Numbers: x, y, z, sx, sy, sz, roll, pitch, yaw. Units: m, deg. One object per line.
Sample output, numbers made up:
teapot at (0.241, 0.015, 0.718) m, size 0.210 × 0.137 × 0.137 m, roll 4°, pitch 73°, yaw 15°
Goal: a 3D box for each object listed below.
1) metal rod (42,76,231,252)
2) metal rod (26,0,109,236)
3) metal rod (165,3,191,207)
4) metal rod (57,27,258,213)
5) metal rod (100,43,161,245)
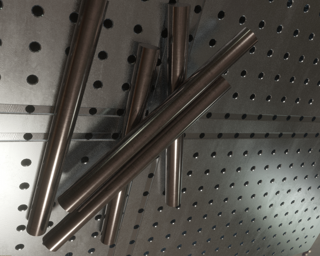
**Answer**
metal rod at (-0.029, 0.044, 0.389) m, size 0.300 × 0.025 × 0.025 m, roll -43°, pitch 130°, yaw 1°
metal rod at (-0.111, 0.003, 0.352) m, size 0.025 × 0.025 × 0.298 m, roll 7°, pitch 115°, yaw -32°
metal rod at (0.021, -0.009, 0.418) m, size 0.025 × 0.025 × 0.298 m, roll -14°, pitch 124°, yaw -21°
metal rod at (-0.003, -0.009, 0.371) m, size 0.300 × 0.025 × 0.025 m, roll -43°, pitch 130°, yaw 1°
metal rod at (-0.045, 0.039, 0.411) m, size 0.025 × 0.025 × 0.298 m, roll 0°, pitch 119°, yaw -29°
